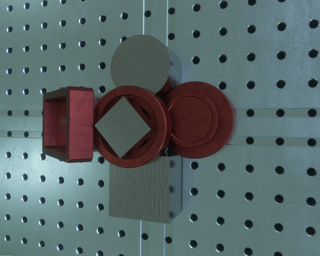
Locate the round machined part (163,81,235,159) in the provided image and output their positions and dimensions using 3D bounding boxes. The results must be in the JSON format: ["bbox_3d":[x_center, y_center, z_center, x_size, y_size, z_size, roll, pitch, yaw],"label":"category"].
[{"bbox_3d":[0.042,-0.010,0.387,0.098,0.042,0.097,0,90,20],"label":"round machined part"}]

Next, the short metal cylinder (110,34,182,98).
[{"bbox_3d":[-0.017,-0.075,0.405,0.080,0.050,0.080,0,90,20],"label":"short metal cylinder"}]

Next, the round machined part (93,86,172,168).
[{"bbox_3d":[-0.032,-0.001,0.384,0.098,0.042,0.097,0,90,20],"label":"round machined part"}]

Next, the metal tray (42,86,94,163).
[{"bbox_3d":[-0.127,-0.005,0.416,0.130,0.030,0.089,2,91,57],"label":"metal tray"}]

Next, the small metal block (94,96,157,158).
[{"bbox_3d":[-0.039,-0.001,0.360,0.050,0.025,0.050,-43,77,15],"label":"small metal block"}]

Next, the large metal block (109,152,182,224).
[{"bbox_3d":[-0.018,0.073,0.402,0.080,0.050,0.080,1,90,20],"label":"large metal block"}]
